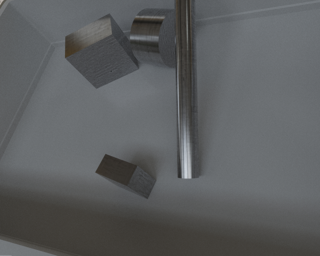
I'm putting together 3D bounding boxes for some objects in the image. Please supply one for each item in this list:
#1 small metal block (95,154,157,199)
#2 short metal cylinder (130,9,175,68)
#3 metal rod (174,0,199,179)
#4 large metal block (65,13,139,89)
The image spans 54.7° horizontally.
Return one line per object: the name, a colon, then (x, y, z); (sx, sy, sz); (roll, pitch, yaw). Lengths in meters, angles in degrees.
small metal block: (-0.040, 0.059, 0.373); (0.050, 0.050, 0.025); (15, 70, 34)
short metal cylinder: (0.003, -0.130, 0.448); (0.050, 0.080, 0.080); (17, 70, 34)
metal rod: (0.030, -0.092, 0.365); (0.025, 0.025, 0.298); (-3, 86, 26)
large metal block: (-0.090, -0.118, 0.488); (0.080, 0.080, 0.050); (-22, 54, 14)
